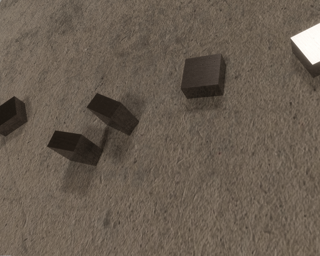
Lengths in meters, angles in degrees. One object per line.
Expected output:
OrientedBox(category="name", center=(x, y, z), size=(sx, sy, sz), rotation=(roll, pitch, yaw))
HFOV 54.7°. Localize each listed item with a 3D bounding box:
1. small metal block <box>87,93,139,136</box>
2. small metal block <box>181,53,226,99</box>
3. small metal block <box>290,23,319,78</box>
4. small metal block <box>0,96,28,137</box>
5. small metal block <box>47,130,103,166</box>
OrientedBox(category="small metal block", center=(-0.065, -0.019, 0.432), size=(0.050, 0.050, 0.025), rotation=(23, 74, 36))
OrientedBox(category="small metal block", center=(0.059, -0.069, 0.414), size=(0.050, 0.025, 0.050), rotation=(-3, 60, 26))
OrientedBox(category="small metal block", center=(0.190, -0.094, 0.362), size=(0.050, 0.025, 0.050), rotation=(-26, 53, 11))
OrientedBox(category="small metal block", center=(-0.269, -0.021, 0.555), size=(0.050, 0.025, 0.050), rotation=(-33, 52, 6))
OrientedBox(category="small metal block", center=(-0.117, 0.028, 0.430), size=(0.050, 0.050, 0.025), rotation=(7, 65, 31))
